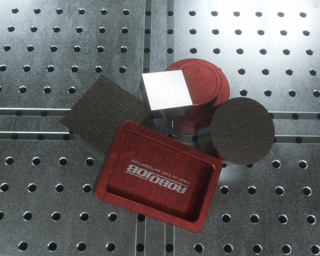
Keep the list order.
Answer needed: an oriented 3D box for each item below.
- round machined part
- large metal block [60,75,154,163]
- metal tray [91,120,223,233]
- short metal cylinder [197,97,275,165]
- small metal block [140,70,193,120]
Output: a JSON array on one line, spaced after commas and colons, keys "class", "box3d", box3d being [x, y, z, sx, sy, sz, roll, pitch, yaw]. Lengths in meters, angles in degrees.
[{"class": "round machined part", "box3d": [0.046, -0.054, 0.422, 0.099, 0.042, 0.098, 0, 70, 0]}, {"class": "large metal block", "box3d": [-0.065, -0.008, 0.401, 0.080, 0.050, 0.080, 34, 73, 11]}, {"class": "metal tray", "box3d": [0.000, 0.057, 0.358, 0.131, 0.030, 0.090, 24, 77, -15]}, {"class": "short metal cylinder", "box3d": [0.092, 0.006, 0.385, 0.081, 0.050, 0.080, 1, 84, -11]}, {"class": "small metal block", "box3d": [0.006, -0.041, 0.377, 0.050, 0.025, 0.050, -9, 67, -15]}]
